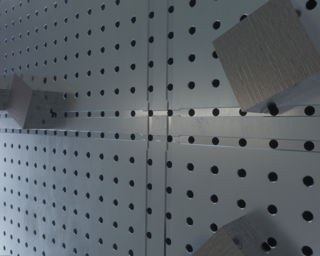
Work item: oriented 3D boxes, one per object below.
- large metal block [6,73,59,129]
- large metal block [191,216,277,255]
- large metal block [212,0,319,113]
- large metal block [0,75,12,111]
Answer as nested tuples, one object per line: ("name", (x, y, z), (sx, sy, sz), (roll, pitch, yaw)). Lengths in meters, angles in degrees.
("large metal block", (-0.250, -0.052, 0.602), (0.080, 0.050, 0.080), (35, 112, 34))
("large metal block", (0.079, 0.155, 0.328), (0.080, 0.050, 0.080), (51, 120, 28))
("large metal block", (0.110, -0.068, 0.303), (0.080, 0.050, 0.080), (-31, 71, 36))
("large metal block", (-0.363, -0.079, 0.676), (0.080, 0.081, 0.050), (37, 113, 34))
